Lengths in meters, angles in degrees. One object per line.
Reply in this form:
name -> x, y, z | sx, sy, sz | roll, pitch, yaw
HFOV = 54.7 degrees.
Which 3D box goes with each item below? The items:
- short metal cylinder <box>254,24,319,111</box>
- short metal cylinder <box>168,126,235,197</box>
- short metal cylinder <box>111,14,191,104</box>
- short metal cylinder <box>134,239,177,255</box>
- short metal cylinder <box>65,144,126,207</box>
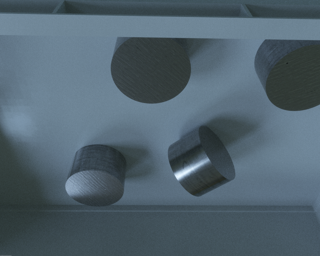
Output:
short metal cylinder -> 0.150, -0.065, 0.339 | 0.081, 0.050, 0.079 | 0, 130, 0
short metal cylinder -> 0.056, 0.044, 0.411 | 0.050, 0.080, 0.080 | -34, 123, 25
short metal cylinder -> -0.009, -0.073, 0.331 | 0.081, 0.050, 0.079 | 0, 130, 0
short metal cylinder -> -0.010, 0.267, 0.603 | 0.080, 0.080, 0.050 | 25, 126, -20
short metal cylinder -> -0.091, 0.070, 0.451 | 0.081, 0.050, 0.079 | 0, 130, 0
